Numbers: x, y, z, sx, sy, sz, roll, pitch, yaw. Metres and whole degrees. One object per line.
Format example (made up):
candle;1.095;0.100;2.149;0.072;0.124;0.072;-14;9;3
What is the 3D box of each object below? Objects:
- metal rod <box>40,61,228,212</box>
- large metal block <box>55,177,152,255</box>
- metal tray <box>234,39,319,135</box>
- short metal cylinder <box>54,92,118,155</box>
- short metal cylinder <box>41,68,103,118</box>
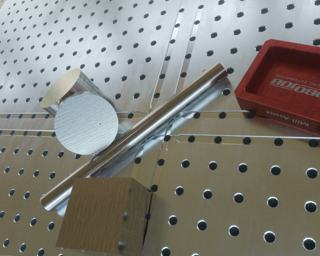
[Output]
metal rod;-0.036;0.013;0.419;0.300;0.025;0.025;-38;51;2
large metal block;-0.063;0.104;0.361;0.080;0.050;0.080;-5;59;25
metal tray;0.163;-0.047;0.348;0.130;0.030;0.090;24;74;36
short metal cylinder;-0.101;-0.009;0.422;0.080;0.080;0.050;-47;20;-4
short metal cylinder;-0.135;-0.046;0.478;0.080;0.050;0.080;-27;37;23
